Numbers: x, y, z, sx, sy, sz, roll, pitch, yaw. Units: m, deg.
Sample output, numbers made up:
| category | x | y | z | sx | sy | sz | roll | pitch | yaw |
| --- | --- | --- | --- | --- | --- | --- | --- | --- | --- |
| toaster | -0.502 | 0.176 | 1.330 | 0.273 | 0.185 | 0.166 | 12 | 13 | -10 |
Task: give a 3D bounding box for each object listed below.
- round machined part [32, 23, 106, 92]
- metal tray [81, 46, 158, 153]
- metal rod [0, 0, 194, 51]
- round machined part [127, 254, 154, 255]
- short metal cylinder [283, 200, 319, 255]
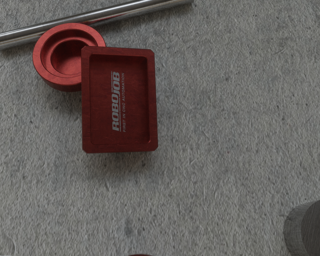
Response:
| category | x | y | z | sx | sy | sz | roll | pitch | yaw |
| --- | --- | --- | --- | --- | --- | --- | --- | --- | --- |
| round machined part | -0.120 | -0.093 | 0.432 | 0.099 | 0.042 | 0.098 | 0 | 70 | -1 |
| metal tray | -0.052 | -0.034 | 0.390 | 0.091 | 0.030 | 0.129 | -1 | 84 | -15 |
| metal rod | -0.095 | -0.166 | 0.467 | 0.302 | 0.025 | 0.025 | -16 | 71 | -7 |
| round machined part | -0.022 | 0.187 | 0.331 | 0.099 | 0.042 | 0.098 | 0 | 70 | -1 |
| short metal cylinder | 0.190 | 0.123 | 0.352 | 0.081 | 0.050 | 0.080 | 0 | 70 | 0 |
